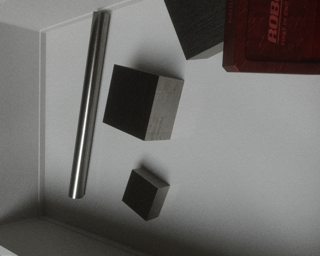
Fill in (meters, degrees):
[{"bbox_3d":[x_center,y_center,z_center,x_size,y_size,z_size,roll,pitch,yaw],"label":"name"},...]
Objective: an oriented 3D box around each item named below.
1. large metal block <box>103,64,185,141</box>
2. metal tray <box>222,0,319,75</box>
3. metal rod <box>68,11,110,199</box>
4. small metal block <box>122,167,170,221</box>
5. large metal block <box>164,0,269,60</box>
[{"bbox_3d":[-0.023,-0.034,0.408,0.080,0.050,0.079,22,104,37],"label":"large metal block"},{"bbox_3d":[0.106,-0.113,0.270,0.030,0.091,0.129,-130,42,-78],"label":"metal tray"},{"bbox_3d":[-0.116,-0.031,0.499,0.025,0.025,0.298,16,100,38],"label":"metal rod"},{"bbox_3d":[-0.020,0.089,0.421,0.050,0.025,0.050,30,109,35],"label":"small metal block"},{"bbox_3d":[0.059,-0.127,0.330,0.080,0.050,0.080,-20,90,38],"label":"large metal block"}]
